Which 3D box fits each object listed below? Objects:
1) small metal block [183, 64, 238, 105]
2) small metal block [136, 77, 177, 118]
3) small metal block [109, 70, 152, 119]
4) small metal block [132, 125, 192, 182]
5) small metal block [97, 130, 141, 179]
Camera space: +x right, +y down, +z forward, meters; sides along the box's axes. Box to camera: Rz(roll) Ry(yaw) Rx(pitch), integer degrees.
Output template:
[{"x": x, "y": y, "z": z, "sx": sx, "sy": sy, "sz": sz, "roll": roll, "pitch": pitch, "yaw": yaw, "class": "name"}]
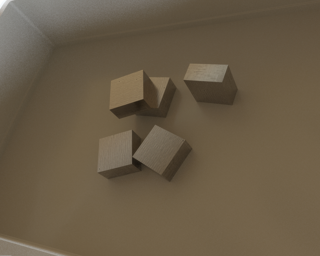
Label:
[{"x": 0.064, "y": -0.055, "z": 0.389, "sx": 0.050, "sy": 0.050, "sz": 0.025, "roll": 9, "pitch": 67, "yaw": 32, "class": "small metal block"}, {"x": -0.011, "y": -0.044, "z": 0.437, "sx": 0.050, "sy": 0.025, "sz": 0.050, "roll": 6, "pitch": 65, "yaw": 30, "class": "small metal block"}, {"x": -0.039, "y": -0.046, "z": 0.421, "sx": 0.050, "sy": 0.025, "sz": 0.050, "roll": -15, "pitch": 56, "yaw": 19, "class": "small metal block"}, {"x": 0.003, "y": 0.031, "z": 0.384, "sx": 0.050, "sy": 0.025, "sz": 0.050, "roll": 27, "pitch": 76, "yaw": 36, "class": "small metal block"}, {"x": -0.053, "y": 0.035, "z": 0.410, "sx": 0.050, "sy": 0.025, "sz": 0.050, "roll": -16, "pitch": 55, "yaw": 19, "class": "small metal block"}]
